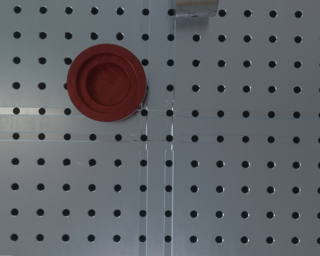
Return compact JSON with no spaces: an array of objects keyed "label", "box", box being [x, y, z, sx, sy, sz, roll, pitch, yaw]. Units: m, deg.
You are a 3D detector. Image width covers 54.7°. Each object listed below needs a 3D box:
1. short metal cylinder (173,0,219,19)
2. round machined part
[{"label":"short metal cylinder","box":[0.042,-0.179,0.386,0.050,0.080,0.080,-4,90,0]},{"label":"round machined part","box":[-0.066,-0.056,0.404,0.099,0.042,0.097,0,90,0]}]
